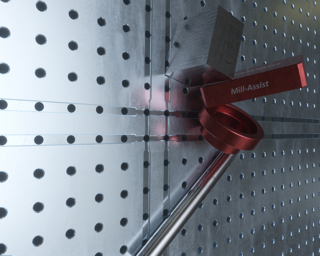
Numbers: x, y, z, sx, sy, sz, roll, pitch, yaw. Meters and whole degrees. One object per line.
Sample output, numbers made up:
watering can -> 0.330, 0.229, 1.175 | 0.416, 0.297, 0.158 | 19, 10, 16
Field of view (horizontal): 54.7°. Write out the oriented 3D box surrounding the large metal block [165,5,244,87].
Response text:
large metal block -> 0.059, -0.106, 0.421 | 0.050, 0.080, 0.080 | 21, 77, -35

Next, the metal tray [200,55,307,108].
metal tray -> 0.132, -0.066, 0.434 | 0.090, 0.130, 0.030 | -38, 114, -60

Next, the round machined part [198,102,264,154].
round machined part -> 0.099, 0.001, 0.458 | 0.099, 0.098, 0.042 | 0, 129, -40

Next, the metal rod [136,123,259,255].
metal rod -> 0.071, 0.082, 0.468 | 0.301, 0.025, 0.025 | -44, 117, -31
